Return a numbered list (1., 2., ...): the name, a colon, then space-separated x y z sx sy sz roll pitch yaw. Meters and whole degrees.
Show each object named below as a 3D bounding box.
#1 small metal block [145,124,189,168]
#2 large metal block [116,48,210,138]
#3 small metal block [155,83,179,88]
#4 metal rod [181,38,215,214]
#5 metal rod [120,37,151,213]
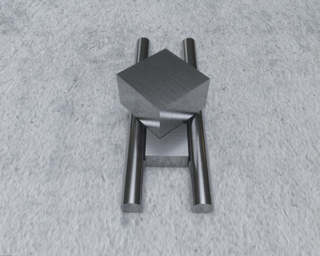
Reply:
1. small metal block: 0.008 0.021 0.386 0.050 0.025 0.050 1 50 0
2. large metal block: 0.004 -0.047 0.393 0.080 0.050 0.080 -34 58 -25
3. small metal block: 0.009 -0.068 0.460 0.050 0.025 0.050 1 50 0
4. metal rod: 0.047 -0.028 0.429 0.025 0.025 0.300 1 50 0
5. metal rod: -0.029 -0.028 0.429 0.025 0.025 0.300 1 50 0
